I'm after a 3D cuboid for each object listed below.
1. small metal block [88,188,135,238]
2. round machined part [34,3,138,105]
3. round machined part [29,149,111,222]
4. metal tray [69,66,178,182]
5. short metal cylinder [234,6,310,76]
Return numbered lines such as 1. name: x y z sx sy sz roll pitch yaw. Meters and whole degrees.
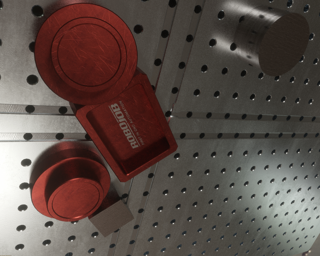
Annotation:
1. small metal block: -0.073 0.123 0.449 0.050 0.025 0.050 -31 129 -9
2. round machined part: -0.069 -0.070 0.301 0.099 0.042 0.097 -4 103 -17
3. round machined part: -0.109 0.078 0.390 0.099 0.042 0.097 -14 125 -21
4. metal tray: -0.039 -0.001 0.386 0.090 0.030 0.130 -31 129 -8
5. short metal cylinder: 0.145 -0.114 0.406 0.081 0.050 0.079 -14 125 -21
